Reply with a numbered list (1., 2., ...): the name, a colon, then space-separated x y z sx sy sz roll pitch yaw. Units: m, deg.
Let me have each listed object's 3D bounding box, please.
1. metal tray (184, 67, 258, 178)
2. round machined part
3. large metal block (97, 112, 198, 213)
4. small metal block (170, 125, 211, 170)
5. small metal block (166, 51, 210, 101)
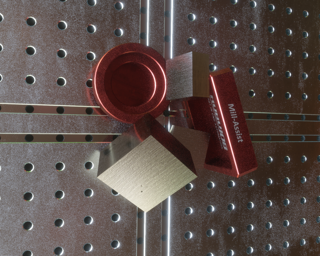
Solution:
1. metal tray: 0.074 -0.006 0.407 0.030 0.090 0.129 -19 97 -19
2. round machined part: -0.036 -0.054 0.391 0.099 0.042 0.097 0 90 -21
3. large metal block: -0.016 0.042 0.370 0.080 0.050 0.080 -38 118 16
4. small metal block: 0.037 0.026 0.422 0.050 0.025 0.050 12 90 -9
5. small metal block: 0.032 -0.059 0.368 0.025 0.050 0.050 0 89 -35
